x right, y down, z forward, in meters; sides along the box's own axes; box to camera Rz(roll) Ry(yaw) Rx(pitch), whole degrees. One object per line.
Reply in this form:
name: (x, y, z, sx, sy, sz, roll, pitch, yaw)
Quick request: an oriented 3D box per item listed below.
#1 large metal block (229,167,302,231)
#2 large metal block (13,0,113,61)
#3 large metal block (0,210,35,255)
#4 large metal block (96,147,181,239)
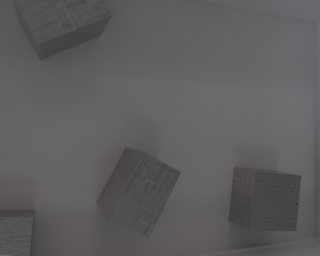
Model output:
large metal block: (0.153, 0.103, 0.454, 0.081, 0.050, 0.080, 8, 88, -20)
large metal block: (-0.107, -0.121, 0.341, 0.080, 0.080, 0.050, -29, 100, -18)
large metal block: (-0.180, 0.131, 0.327, 0.081, 0.050, 0.080, 5, 83, -20)
large metal block: (-0.029, 0.072, 0.371, 0.050, 0.080, 0.080, 30, 80, -18)
